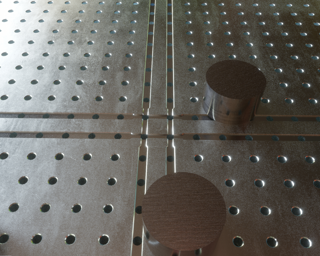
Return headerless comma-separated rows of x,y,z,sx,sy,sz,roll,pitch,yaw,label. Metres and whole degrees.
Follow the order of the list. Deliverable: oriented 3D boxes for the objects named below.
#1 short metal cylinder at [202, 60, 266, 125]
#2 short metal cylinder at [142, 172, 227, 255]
0.102,-0.051,0.434,0.081,0.050,0.080,0,50,0,short metal cylinder
0.023,0.092,0.314,0.081,0.050,0.080,0,50,0,short metal cylinder
